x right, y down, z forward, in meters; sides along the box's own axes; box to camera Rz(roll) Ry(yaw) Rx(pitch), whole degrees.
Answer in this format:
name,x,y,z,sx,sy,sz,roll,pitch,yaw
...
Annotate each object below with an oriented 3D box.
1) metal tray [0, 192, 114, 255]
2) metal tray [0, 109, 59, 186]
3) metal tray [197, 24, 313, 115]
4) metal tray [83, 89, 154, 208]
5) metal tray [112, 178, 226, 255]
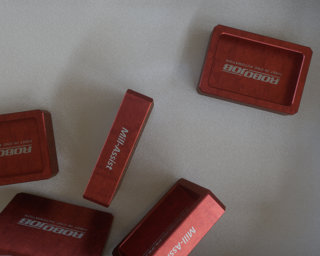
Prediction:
name,x,y,z,sx,sy,sz,roll,pitch,yaw
metal tray,-0.131,0.130,0.375,0.131,0.090,0.030,14,115,-1
metal tray,-0.207,0.029,0.406,0.131,0.030,0.089,-8,90,-1
metal tray,0.123,-0.075,0.410,0.131,0.030,0.089,14,90,-1
metal tray,-0.046,0.022,0.378,0.030,0.090,0.129,23,90,0
metal tray,0.007,0.122,0.364,0.130,0.090,0.030,-45,103,-12
